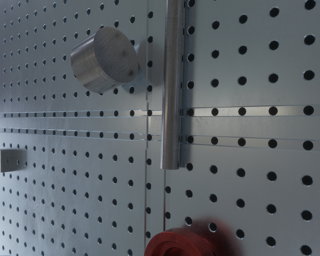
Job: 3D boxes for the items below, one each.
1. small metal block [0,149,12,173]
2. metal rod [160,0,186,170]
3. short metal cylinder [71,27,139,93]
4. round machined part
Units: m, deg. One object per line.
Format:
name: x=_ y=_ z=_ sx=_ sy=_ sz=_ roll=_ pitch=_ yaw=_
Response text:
small metal block: x=-0.362 y=0.074 z=0.708 sx=0.050 sy=0.025 sz=0.050 roll=-1 pitch=89 yaw=40
metal rod: x=0.018 y=-0.097 z=0.394 sx=0.025 sy=0.025 sz=0.298 roll=3 pitch=92 yaw=40
short metal cylinder: x=-0.077 y=-0.094 z=0.437 sx=0.050 sy=0.081 sz=0.080 roll=-16 pitch=80 yaw=39
round machined part: x=0.030 y=0.170 z=0.374 sx=0.098 sy=0.042 sz=0.097 roll=0 pitch=90 yaw=40
